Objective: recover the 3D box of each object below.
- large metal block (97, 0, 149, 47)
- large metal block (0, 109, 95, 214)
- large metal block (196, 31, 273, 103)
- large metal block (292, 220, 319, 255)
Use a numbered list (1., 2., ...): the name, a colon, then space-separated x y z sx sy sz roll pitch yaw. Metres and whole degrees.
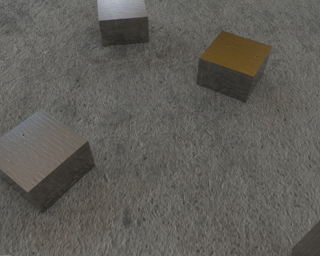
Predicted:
1. large metal block: -0.066 -0.192 0.548 0.081 0.050 0.080 -7 50 -6
2. large metal block: -0.136 0.036 0.356 0.080 0.050 0.080 30 56 23
3. large metal block: 0.111 -0.094 0.467 0.080 0.050 0.080 25 54 19
4. large metal block: 0.146 0.133 0.256 0.050 0.080 0.080 15 52 12
